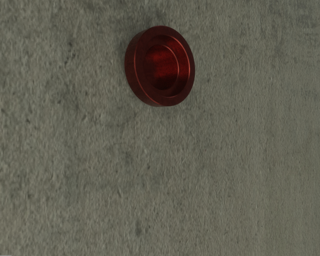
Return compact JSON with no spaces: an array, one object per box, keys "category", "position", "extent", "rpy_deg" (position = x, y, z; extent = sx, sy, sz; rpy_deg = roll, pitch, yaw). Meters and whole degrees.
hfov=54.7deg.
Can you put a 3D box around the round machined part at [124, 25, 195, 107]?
[{"category":"round machined part","position":[-0.004,-0.075,0.392],"extent":[0.099,0.042,0.097],"rpy_deg":[0,90,-40]}]
